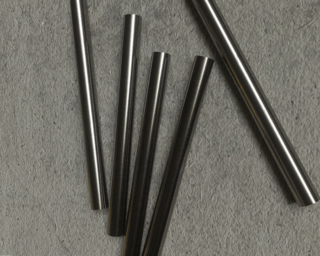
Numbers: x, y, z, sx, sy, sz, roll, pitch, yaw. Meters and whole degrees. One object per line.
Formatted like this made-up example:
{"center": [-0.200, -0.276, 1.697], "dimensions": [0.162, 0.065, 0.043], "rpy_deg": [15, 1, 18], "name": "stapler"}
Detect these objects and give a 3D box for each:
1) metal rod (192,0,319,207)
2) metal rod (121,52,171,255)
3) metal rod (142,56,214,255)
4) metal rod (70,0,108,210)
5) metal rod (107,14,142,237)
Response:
{"center": [0.106, -0.050, 0.371], "dimensions": [0.025, 0.025, 0.299], "rpy_deg": [-28, 81, 18], "name": "metal rod"}
{"center": [-0.021, 0.050, 0.416], "dimensions": [0.025, 0.025, 0.298], "rpy_deg": [10, 93, 19], "name": "metal rod"}
{"center": [0.018, 0.056, 0.402], "dimensions": [0.025, 0.025, 0.298], "rpy_deg": [16, 95, 19], "name": "metal rod"}
{"center": [-0.102, -0.035, 0.444], "dimensions": [0.025, 0.025, 0.298], "rpy_deg": [-7, 88, 20], "name": "metal rod"}
{"center": [-0.049, -0.002, 0.426], "dimensions": [0.025, 0.025, 0.298], "rpy_deg": [5, 92, 20], "name": "metal rod"}
